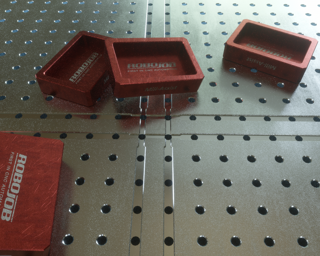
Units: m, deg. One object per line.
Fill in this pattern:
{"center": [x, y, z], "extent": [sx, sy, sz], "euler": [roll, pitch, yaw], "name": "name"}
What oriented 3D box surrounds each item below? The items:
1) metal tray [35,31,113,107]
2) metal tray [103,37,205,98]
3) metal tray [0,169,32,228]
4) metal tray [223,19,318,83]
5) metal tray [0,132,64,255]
{"center": [-0.116, -0.097, 0.484], "extent": [0.090, 0.030, 0.130], "euler": [18, 52, 14], "name": "metal tray"}
{"center": [-0.010, -0.092, 0.459], "extent": [0.131, 0.030, 0.090], "euler": [-7, 58, -19], "name": "metal tray"}
{"center": [-0.219, 0.069, 0.343], "extent": [0.130, 0.030, 0.090], "euler": [30, 56, 22], "name": "metal tray"}
{"center": [0.184, -0.132, 0.517], "extent": [0.130, 0.030, 0.090], "euler": [24, 54, 18], "name": "metal tray"}
{"center": [-0.155, 0.066, 0.323], "extent": [0.091, 0.030, 0.130], "euler": [9, 48, -18], "name": "metal tray"}
